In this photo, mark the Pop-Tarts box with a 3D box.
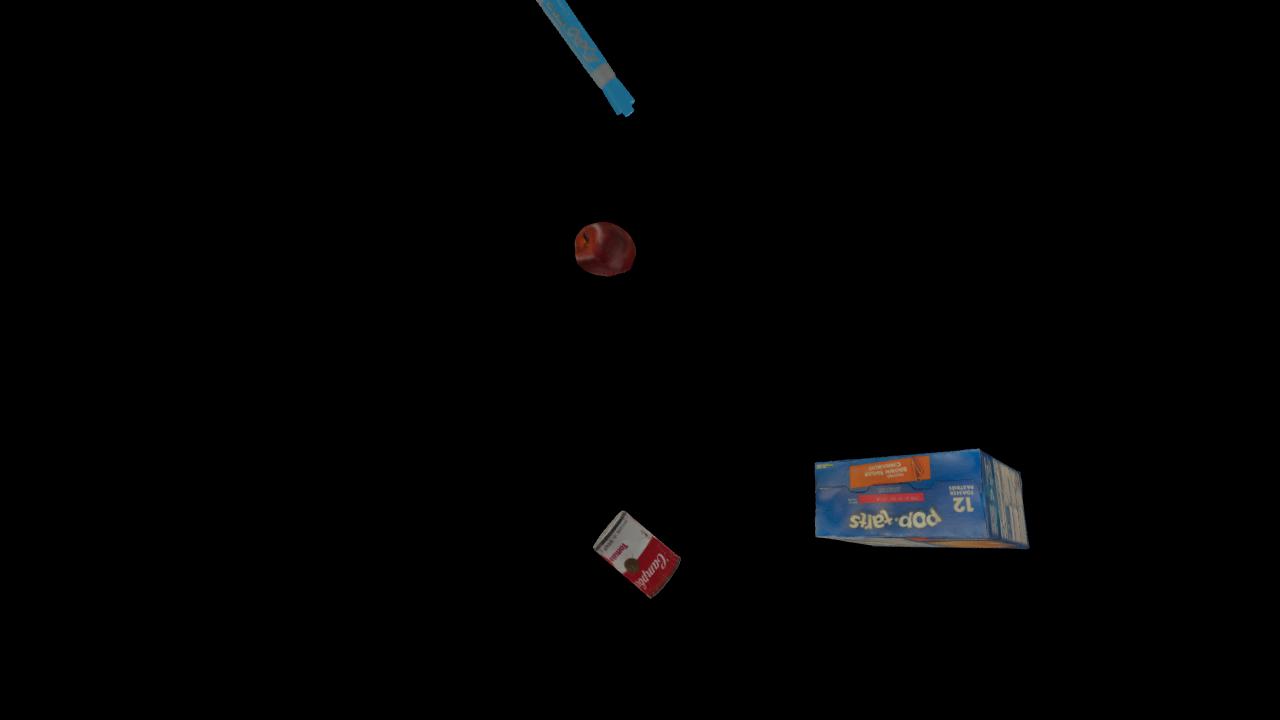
[{"bbox_3d":[0.291,0.150,0.643,0.167,0.083,0.141,-15,-26,42],"label":"Pop-Tarts box"}]

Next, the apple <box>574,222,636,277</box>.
[{"bbox_3d":[-0.048,-0.157,0.868,0.079,0.079,0.093,0,-13,42],"label":"apple"}]

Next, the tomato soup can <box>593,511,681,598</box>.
[{"bbox_3d":[-0.005,0.259,0.828,0.101,0.068,0.068,40,3,3],"label":"tomato soup can"}]

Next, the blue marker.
[{"bbox_3d":[-0.044,-0.248,0.491,0.020,0.121,0.020,-36,8,6],"label":"blue marker"}]
